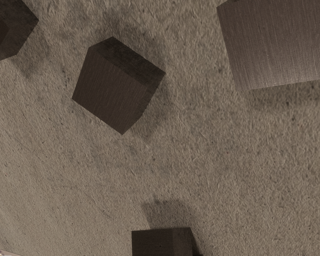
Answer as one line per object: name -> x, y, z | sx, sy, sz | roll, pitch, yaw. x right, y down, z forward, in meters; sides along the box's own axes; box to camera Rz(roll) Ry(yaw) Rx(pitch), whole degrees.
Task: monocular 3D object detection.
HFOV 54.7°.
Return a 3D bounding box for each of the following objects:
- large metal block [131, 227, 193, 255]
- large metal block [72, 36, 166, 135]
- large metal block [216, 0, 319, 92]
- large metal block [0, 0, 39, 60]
large metal block -> 0.004, 0.200, 0.485 | 0.080, 0.050, 0.080 | -16, 69, 34
large metal block -> -0.053, -0.052, 0.385 | 0.080, 0.050, 0.079 | 35, 129, 4
large metal block -> 0.106, -0.085, 0.282 | 0.080, 0.050, 0.080 | -6, 116, 30
large metal block -> -0.225, -0.146, 0.416 | 0.080, 0.050, 0.080 | -33, 100, 38
